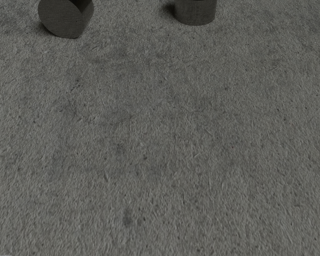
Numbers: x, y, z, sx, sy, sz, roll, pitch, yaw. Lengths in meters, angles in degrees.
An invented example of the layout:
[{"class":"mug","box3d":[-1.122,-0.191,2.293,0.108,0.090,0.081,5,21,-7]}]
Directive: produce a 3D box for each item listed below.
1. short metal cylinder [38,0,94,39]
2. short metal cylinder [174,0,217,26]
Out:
[{"class":"short metal cylinder","box3d":[-0.162,-0.204,0.538,0.080,0.080,0.050,8,51,7]},{"class":"short metal cylinder","box3d":[0.067,-0.238,0.587,0.080,0.050,0.080,0,50,0]}]
